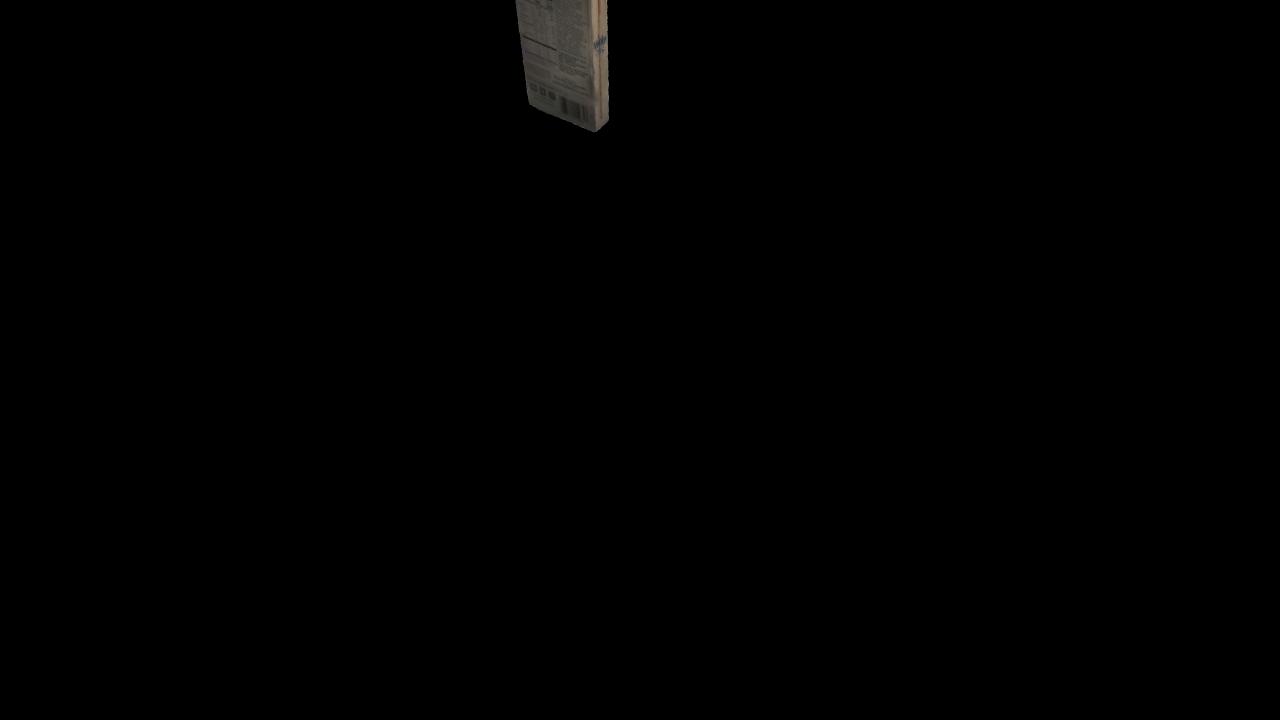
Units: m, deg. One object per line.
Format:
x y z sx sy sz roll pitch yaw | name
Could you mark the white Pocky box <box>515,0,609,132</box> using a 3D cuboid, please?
-0.069 -0.288 0.554 0.084 0.028 0.154 29 -29 15 | white Pocky box
